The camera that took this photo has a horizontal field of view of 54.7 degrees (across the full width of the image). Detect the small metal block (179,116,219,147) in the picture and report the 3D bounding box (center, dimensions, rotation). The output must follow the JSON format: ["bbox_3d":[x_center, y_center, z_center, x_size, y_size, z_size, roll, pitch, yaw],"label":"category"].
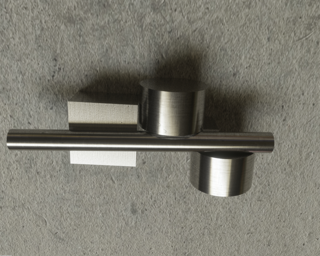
[{"bbox_3d":[0.045,0.004,0.399,0.050,0.050,0.025,1,110,-1],"label":"small metal block"}]

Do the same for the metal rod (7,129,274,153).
[{"bbox_3d":[-0.020,0.015,0.362,0.302,0.025,0.025,1,110,-2],"label":"metal rod"}]

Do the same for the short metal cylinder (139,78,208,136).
[{"bbox_3d":[0.015,-0.028,0.372,0.081,0.080,0.050,2,110,-1],"label":"short metal cylinder"}]

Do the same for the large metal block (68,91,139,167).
[{"bbox_3d":[-0.068,0.000,0.393,0.081,0.050,0.079,3,110,-2],"label":"large metal block"}]

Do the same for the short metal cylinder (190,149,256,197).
[{"bbox_3d":[0.079,0.045,0.399,0.081,0.080,0.050,0,110,-1],"label":"short metal cylinder"}]
